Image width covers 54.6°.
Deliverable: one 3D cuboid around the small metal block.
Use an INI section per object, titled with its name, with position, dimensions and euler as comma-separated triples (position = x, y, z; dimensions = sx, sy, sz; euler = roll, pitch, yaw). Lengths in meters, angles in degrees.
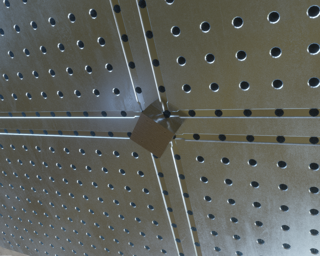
[small metal block]
position = -0.007, 0.005, 0.418
dimensions = 0.050, 0.025, 0.050
euler = 33, 129, 6
